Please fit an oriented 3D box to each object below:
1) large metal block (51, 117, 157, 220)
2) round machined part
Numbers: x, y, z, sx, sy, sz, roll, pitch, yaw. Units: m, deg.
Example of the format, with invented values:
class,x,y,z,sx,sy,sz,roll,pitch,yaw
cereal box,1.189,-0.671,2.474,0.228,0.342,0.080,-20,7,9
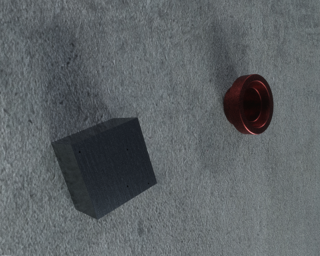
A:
class,x,y,z,sx,sy,sz,roll,pitch,yaw
large metal block,-0.059,0.039,0.339,0.081,0.050,0.080,-26,106,-37
round machined part,0.143,-0.038,0.513,0.099,0.042,0.097,0,90,-40
